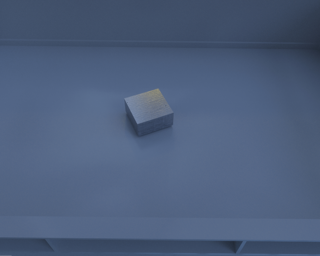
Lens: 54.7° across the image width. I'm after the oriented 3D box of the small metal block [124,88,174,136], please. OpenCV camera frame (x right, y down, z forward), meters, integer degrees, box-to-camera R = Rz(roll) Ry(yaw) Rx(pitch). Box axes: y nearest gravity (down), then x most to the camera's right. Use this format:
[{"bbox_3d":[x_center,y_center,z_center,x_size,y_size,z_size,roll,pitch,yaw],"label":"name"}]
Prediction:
[{"bbox_3d":[-0.015,-0.022,0.419,0.050,0.025,0.050,-18,53,-15],"label":"small metal block"}]
